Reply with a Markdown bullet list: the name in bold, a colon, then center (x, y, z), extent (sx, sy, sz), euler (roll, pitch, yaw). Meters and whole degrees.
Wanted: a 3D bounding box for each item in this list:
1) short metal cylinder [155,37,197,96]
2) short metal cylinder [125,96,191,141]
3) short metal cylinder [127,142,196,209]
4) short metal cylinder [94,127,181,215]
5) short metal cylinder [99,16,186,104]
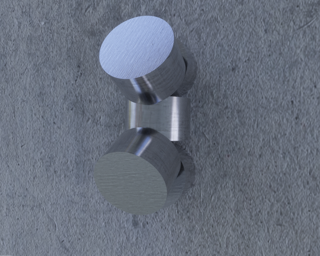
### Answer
- **short metal cylinder**: center (0.003, -0.077, 0.396), extent (0.080, 0.050, 0.080), euler (0, 90, 20)
- **short metal cylinder**: center (-0.003, -0.011, 0.383), extent (0.080, 0.080, 0.050), euler (2, 91, 20)
- **short metal cylinder**: center (0.000, 0.058, 0.397), extent (0.080, 0.050, 0.080), euler (0, 90, 20)
- **short metal cylinder**: center (-0.023, 0.046, 0.335), extent (0.080, 0.050, 0.079), euler (9, 121, 16)
- **short metal cylinder**: center (-0.017, -0.072, 0.334), extent (0.080, 0.050, 0.080), euler (-8, 62, 15)
